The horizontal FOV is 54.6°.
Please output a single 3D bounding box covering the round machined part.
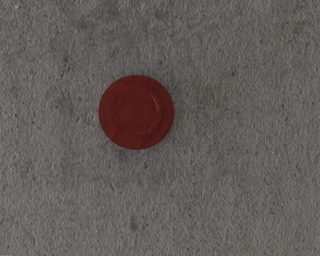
[{"bbox_3d":[-0.031,-0.020,0.401,0.099,0.042,0.097,0,90,0],"label":"round machined part"}]
